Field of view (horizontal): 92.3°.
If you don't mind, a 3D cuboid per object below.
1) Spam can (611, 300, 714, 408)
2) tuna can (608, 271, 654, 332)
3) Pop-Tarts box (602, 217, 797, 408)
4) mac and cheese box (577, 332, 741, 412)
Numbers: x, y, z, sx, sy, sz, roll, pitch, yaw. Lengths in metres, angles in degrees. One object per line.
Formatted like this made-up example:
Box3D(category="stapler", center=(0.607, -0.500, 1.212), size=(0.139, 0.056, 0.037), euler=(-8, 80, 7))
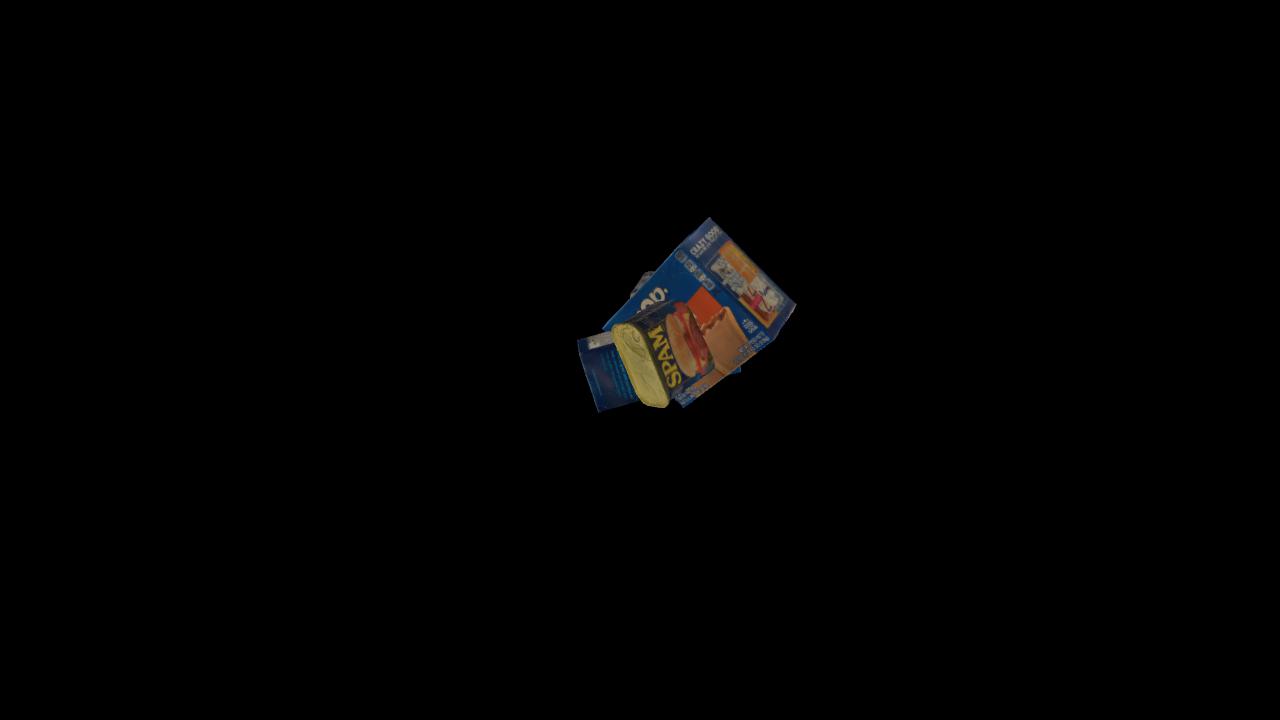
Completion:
Box3D(category="Spam can", center=(0.029, -0.012, 0.673), size=(0.085, 0.101, 0.058), euler=(-33, 21, -30))
Box3D(category="tuna can", center=(0.029, -0.068, 0.748), size=(0.084, 0.034, 0.084), euler=(31, -18, 11))
Box3D(category="Pop-Tarts box", center=(0.064, -0.049, 0.710), size=(0.167, 0.141, 0.083), euler=(-42, 4, 44))
Box3D(category="mac and cheese box", center=(0.024, -0.005, 0.745), size=(0.184, 0.093, 0.041), euler=(-16, 33, -1))
